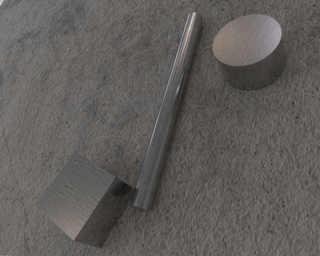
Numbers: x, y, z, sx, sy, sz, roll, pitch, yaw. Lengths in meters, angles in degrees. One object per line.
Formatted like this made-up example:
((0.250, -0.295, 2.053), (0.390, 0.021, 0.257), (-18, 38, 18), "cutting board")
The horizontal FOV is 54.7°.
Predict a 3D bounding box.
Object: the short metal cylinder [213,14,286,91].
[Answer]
((0.112, -0.094, 0.387), (0.080, 0.050, 0.080), (-13, 56, 21), "short metal cylinder")

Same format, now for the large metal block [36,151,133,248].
((-0.090, 0.087, 0.382), (0.080, 0.050, 0.080), (23, 74, 36), "large metal block")

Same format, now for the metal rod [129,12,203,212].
((0.015, -0.038, 0.418), (0.025, 0.025, 0.300), (2, 63, 29), "metal rod")
